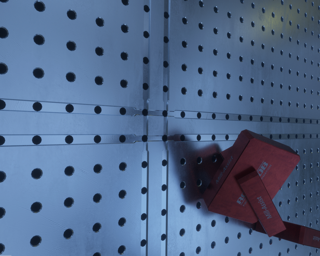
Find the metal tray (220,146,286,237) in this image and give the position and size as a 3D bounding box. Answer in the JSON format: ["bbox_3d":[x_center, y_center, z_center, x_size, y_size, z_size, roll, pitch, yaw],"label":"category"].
[{"bbox_3d":[0.148,0.099,0.494,0.030,0.090,0.130,-30,115,6],"label":"metal tray"}]

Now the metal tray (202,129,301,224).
[{"bbox_3d":[0.133,0.075,0.461,0.091,0.030,0.129,20,110,-18],"label":"metal tray"}]

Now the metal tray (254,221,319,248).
[{"bbox_3d":[0.252,0.197,0.582,0.131,0.090,0.030,25,75,-38],"label":"metal tray"}]
